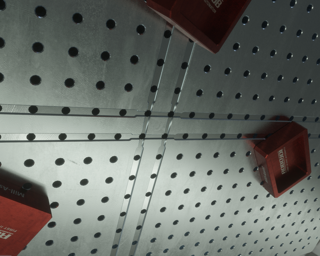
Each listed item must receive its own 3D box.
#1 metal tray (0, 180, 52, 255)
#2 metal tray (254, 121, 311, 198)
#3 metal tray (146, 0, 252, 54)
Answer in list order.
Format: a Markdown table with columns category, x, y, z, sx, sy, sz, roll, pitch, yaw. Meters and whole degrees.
| category | x | y | z | sx | sy | sz | roll | pitch | yaw |
| --- | --- | --- | --- | --- | --- | --- | --- | --- | --- |
| metal tray | -0.207 | 0.102 | 0.358 | 0.090 | 0.030 | 0.130 | -47 | 129 | 5 |
| metal tray | 0.228 | 0.061 | 0.568 | 0.090 | 0.030 | 0.130 | -33 | 129 | -7 |
| metal tray | 0.050 | -0.136 | 0.313 | 0.090 | 0.030 | 0.131 | -58 | 155 | 13 |
